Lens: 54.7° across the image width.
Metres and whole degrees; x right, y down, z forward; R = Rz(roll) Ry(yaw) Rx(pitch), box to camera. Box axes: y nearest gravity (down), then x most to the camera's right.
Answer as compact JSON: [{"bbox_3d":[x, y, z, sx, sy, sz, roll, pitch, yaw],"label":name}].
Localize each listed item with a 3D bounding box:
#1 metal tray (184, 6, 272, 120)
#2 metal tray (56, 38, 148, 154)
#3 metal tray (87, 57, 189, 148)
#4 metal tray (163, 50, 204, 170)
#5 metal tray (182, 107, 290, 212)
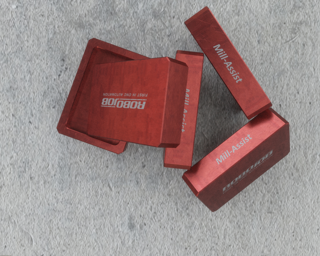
[{"bbox_3d":[0.082,-0.076,0.377,0.030,0.090,0.130,-33,90,14],"label":"metal tray"},{"bbox_3d":[-0.069,-0.041,0.408,0.090,0.030,0.129,20,90,-1],"label":"metal tray"},{"bbox_3d":[-0.031,-0.030,0.354,0.130,0.030,0.089,7,90,44],"label":"metal tray"},{"bbox_3d":[0.026,-0.020,0.379,0.030,0.090,0.129,6,91,0],"label":"metal tray"},{"bbox_3d":[0.098,0.043,0.380,0.130,0.090,0.030,-38,55,0],"label":"metal tray"}]
